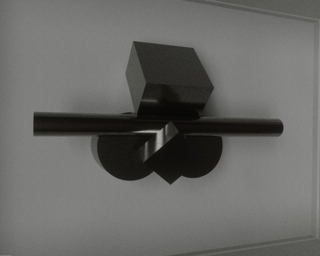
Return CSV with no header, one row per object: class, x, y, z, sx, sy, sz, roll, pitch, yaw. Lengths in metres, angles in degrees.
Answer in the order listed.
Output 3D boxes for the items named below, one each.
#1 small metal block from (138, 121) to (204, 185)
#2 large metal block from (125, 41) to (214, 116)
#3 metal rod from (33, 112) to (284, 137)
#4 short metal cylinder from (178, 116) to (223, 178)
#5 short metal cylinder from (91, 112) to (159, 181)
small metal block,0.012,0.029,0.350,0.050,0.025,0.050,-41,124,6
large metal block,0.008,-0.058,0.378,0.081,0.050,0.080,1,47,-20
metal rod,0.015,-0.002,0.363,0.303,0.025,0.025,1,90,-21
short metal cylinder,0.035,0.023,0.410,0.081,0.050,0.079,0,90,-21
short metal cylinder,-0.041,0.021,0.382,0.081,0.050,0.079,0,90,-21
